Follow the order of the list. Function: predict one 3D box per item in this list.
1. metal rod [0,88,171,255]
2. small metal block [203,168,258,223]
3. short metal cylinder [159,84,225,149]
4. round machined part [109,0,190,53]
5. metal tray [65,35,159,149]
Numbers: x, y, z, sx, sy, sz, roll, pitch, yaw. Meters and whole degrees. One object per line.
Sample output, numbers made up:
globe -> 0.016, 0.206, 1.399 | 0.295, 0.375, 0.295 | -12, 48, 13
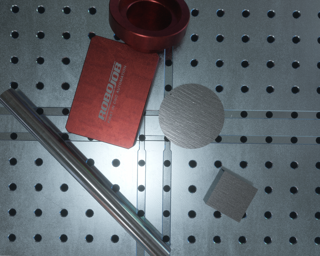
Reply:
metal rod -> -0.099, 0.063, 0.412 | 0.025, 0.025, 0.300 | -44, 91, 0
small metal block -> 0.094, 0.089, 0.415 | 0.050, 0.025, 0.050 | 30, 90, -1
short metal cylinder -> 0.038, -0.014, 0.401 | 0.081, 0.050, 0.079 | 0, 90, -1
round machined part -> -0.015, -0.134, 0.391 | 0.099, 0.042, 0.098 | 5, 59, -8
metal tray -> -0.061, -0.046, 0.410 | 0.091, 0.030, 0.129 | 16, 90, -1
